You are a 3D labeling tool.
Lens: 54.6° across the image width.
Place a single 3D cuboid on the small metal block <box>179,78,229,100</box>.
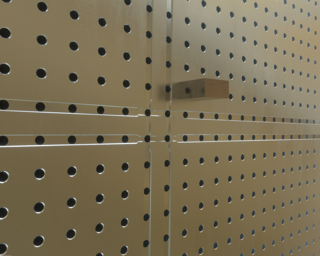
[{"bbox_3d":[0.063,-0.054,0.444,0.050,0.050,0.025,-2,91,-40],"label":"small metal block"}]
